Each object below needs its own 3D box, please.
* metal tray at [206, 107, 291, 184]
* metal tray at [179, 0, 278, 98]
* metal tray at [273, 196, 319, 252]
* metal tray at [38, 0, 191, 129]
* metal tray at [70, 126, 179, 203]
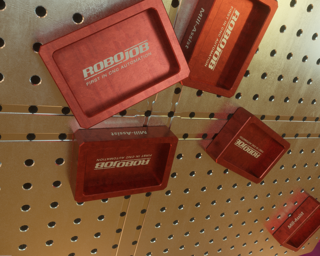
[{"bbox_3d":[0.147,0.033,0.507,0.131,0.030,0.090,29,103,-38],"label":"metal tray"},{"bbox_3d":[0.078,-0.108,0.382,0.091,0.030,0.129,10,113,-33],"label":"metal tray"},{"bbox_3d":[0.338,0.228,0.731,0.090,0.030,0.130,33,100,-38],"label":"metal tray"},{"bbox_3d":[-0.044,-0.068,0.323,0.131,0.030,0.090,-29,110,-10],"label":"metal tray"},{"bbox_3d":[-0.047,0.046,0.409,0.131,0.030,0.089,-3,120,-27],"label":"metal tray"}]
